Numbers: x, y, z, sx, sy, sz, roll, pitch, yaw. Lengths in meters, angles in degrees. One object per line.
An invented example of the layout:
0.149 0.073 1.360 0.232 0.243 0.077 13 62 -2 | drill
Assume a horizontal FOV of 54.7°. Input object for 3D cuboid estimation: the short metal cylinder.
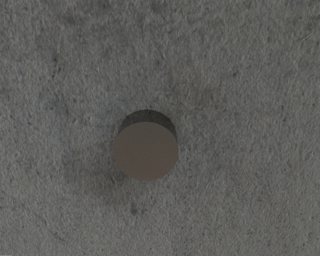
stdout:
-0.017 0.021 0.404 0.081 0.050 0.079 0 110 -1 | short metal cylinder
